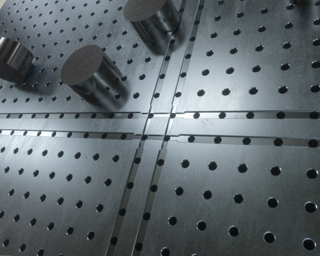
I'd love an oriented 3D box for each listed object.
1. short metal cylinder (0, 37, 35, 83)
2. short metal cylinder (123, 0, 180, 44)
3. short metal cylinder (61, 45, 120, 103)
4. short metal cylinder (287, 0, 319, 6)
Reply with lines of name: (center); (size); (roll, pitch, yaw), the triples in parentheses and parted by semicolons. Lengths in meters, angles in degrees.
short metal cylinder: (-0.298, -0.132, 0.610); (0.080, 0.080, 0.050); (2, 63, 29)
short metal cylinder: (-0.013, -0.188, 0.515); (0.080, 0.050, 0.080); (-13, 56, 21)
short metal cylinder: (-0.113, -0.088, 0.506); (0.080, 0.050, 0.080); (-13, 56, 21)
short metal cylinder: (0.205, -0.213, 0.415); (0.080, 0.050, 0.080); (-13, 56, 21)
